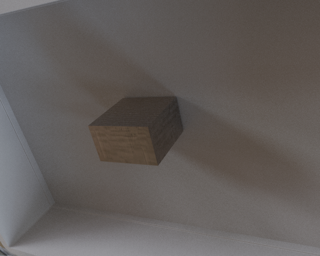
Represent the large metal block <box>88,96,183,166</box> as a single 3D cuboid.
[{"bbox_3d":[-0.027,0.001,0.385,0.080,0.080,0.050,1,119,27],"label":"large metal block"}]
